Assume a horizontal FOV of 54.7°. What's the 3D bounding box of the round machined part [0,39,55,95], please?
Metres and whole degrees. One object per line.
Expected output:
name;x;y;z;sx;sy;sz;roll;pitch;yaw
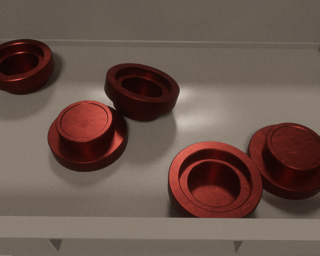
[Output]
round machined part;-0.208;-0.088;0.465;0.099;0.042;0.098;0;50;0

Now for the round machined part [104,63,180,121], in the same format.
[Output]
round machined part;-0.026;-0.046;0.419;0.099;0.042;0.098;12;36;-9

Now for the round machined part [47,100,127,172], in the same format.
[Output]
round machined part;-0.091;0.003;0.390;0.099;0.042;0.098;0;50;0

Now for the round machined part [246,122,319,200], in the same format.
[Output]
round machined part;0.156;0.032;0.369;0.099;0.042;0.098;0;50;0

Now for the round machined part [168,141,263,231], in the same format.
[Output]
round machined part;0.058;0.066;0.340;0.099;0.042;0.098;0;50;0
